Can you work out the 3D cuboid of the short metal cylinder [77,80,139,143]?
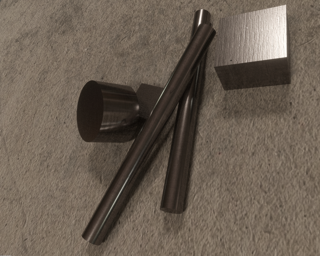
[{"bbox_3d":[-0.071,-0.020,0.412,0.080,0.050,0.080,-6,83,52],"label":"short metal cylinder"}]

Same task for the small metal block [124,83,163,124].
[{"bbox_3d":[-0.013,-0.031,0.428,0.050,0.025,0.050,18,71,34],"label":"small metal block"}]

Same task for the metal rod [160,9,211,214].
[{"bbox_3d":[0.039,-0.040,0.407,0.025,0.025,0.299,-3,60,26],"label":"metal rod"}]

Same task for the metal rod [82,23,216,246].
[{"bbox_3d":[-0.010,0.002,0.384,0.025,0.025,0.299,23,81,36],"label":"metal rod"}]

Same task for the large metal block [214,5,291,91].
[{"bbox_3d":[0.117,-0.097,0.386,0.080,0.050,0.080,-3,60,26],"label":"large metal block"}]
